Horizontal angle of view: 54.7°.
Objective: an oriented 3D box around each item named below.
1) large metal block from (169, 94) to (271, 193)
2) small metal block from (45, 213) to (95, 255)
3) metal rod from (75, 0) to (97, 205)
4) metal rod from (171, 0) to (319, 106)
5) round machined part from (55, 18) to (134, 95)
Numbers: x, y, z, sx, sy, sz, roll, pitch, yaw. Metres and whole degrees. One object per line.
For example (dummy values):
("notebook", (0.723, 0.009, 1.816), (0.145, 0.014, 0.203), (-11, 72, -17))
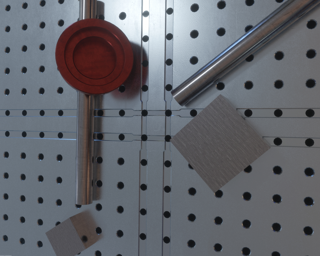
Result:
("large metal block", (0.073, 0.018, 0.373), (0.080, 0.050, 0.080), (-43, 77, 14))
("small metal block", (-0.133, 0.163, 0.458), (0.050, 0.025, 0.050), (-34, 79, 16))
("metal rod", (-0.107, -0.040, 0.448), (0.025, 0.025, 0.298), (2, 91, 19))
("metal rod", (0.137, -0.125, 0.364), (0.300, 0.025, 0.025), (-37, 79, 15))
("round machined part", (-0.088, -0.092, 0.418), (0.099, 0.042, 0.097), (0, 91, -15))
